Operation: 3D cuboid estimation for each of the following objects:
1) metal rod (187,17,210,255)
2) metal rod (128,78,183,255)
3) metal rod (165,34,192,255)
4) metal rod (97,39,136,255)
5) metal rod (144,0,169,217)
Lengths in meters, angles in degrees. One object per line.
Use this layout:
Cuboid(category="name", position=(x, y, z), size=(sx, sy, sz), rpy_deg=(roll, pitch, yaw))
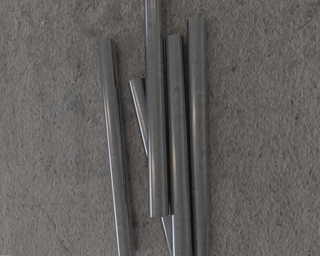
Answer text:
Cuboid(category="metal rod", position=(0.049, 0.013, 0.391), size=(0.025, 0.025, 0.298), rpy_deg=(-1, 90, 20))
Cuboid(category="metal rod", position=(0.004, 0.081, 0.407), size=(0.025, 0.025, 0.298), rpy_deg=(-15, 85, 19))
Cuboid(category="metal rod", position=(0.023, 0.032, 0.387), size=(0.025, 0.025, 0.298), rpy_deg=(-4, 84, 20))
Cuboid(category="metal rod", position=(-0.061, 0.027, 0.430), size=(0.025, 0.025, 0.298), rpy_deg=(-6, 88, 20))
Cuboid(category="metal rod", position=(-0.005, -0.042, 0.394), size=(0.025, 0.025, 0.298), rpy_deg=(-4, 83, 20))
